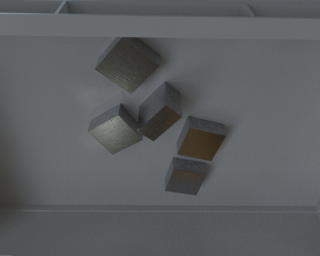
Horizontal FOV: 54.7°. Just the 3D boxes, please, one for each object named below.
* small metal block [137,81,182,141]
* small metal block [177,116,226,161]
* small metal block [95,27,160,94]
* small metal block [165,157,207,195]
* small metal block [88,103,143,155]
[{"bbox_3d":[-0.001,-0.020,0.375,0.025,0.050,0.050,34,122,-25],"label":"small metal block"},{"bbox_3d":[0.055,0.015,0.422,0.050,0.025,0.050,12,129,-11],"label":"small metal block"},{"bbox_3d":[-0.036,-0.074,0.346,0.050,0.025,0.050,34,122,-26],"label":"small metal block"},{"bbox_3d":[0.038,0.074,0.473,0.050,0.025,0.050,10,130,-9],"label":"small metal block"},{"bbox_3d":[-0.058,0.002,0.410,0.050,0.025,0.050,-27,125,21],"label":"small metal block"}]
